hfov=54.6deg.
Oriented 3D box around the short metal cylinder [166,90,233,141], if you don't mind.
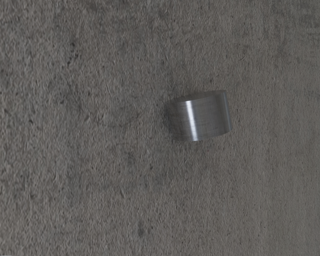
[{"bbox_3d":[0.052,-0.018,0.411,0.081,0.080,0.050,-20,103,-38],"label":"short metal cylinder"}]
